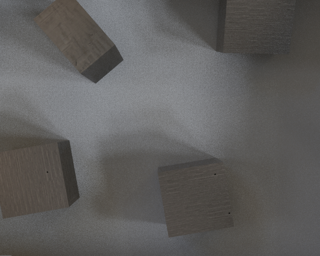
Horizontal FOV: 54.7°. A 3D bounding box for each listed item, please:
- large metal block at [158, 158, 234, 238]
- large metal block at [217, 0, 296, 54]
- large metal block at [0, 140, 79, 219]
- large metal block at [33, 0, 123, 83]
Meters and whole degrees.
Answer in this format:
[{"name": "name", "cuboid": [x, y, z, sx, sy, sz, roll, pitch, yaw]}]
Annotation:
[{"name": "large metal block", "cuboid": [0.044, 0.087, 0.399, 0.080, 0.050, 0.080, -9, 90, 0]}, {"name": "large metal block", "cuboid": [0.118, -0.135, 0.390, 0.081, 0.050, 0.079, 1, 106, 0]}, {"name": "large metal block", "cuboid": [-0.156, 0.063, 0.398, 0.080, 0.050, 0.080, -10, 90, 0]}, {"name": "large metal block", "cuboid": [-0.095, -0.107, 0.383, 0.050, 0.080, 0.080, -41, 90, 0]}]
